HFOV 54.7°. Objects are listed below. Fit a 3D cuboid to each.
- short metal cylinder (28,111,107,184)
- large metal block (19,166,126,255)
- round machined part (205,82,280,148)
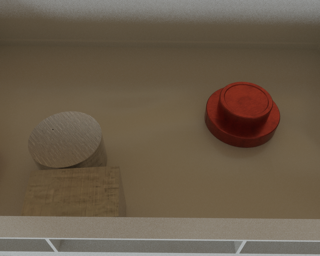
[{"bbox_3d":[-0.106,0.026,0.365,0.081,0.050,0.080,0,50,0],"label":"short metal cylinder"},{"bbox_3d":[-0.076,0.081,0.300,0.081,0.080,0.050,-3,50,-3],"label":"large metal block"},{"bbox_3d":[0.112,-0.025,0.416,0.099,0.042,0.098,0,50,0],"label":"round machined part"}]
